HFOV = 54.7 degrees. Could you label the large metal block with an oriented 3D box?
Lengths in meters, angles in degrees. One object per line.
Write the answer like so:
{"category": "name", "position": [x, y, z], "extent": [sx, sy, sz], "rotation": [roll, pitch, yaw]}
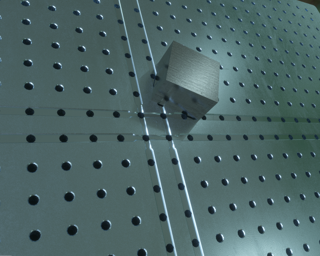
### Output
{"category": "large metal block", "position": [0.039, -0.070, 0.458], "extent": [0.080, 0.050, 0.080], "rotation": [21, 54, -16]}
